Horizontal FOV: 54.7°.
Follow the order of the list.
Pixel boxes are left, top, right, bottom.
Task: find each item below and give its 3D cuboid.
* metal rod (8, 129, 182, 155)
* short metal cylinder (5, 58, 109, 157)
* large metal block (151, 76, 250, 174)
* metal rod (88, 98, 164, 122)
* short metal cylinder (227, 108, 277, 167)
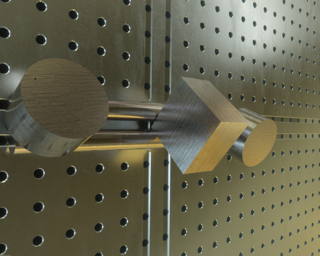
[{"bbox_3d":[-0.024,0.014,0.389,0.302,0.025,0.025,1,90,-40],"label":"metal rod"},{"bbox_3d":[-0.096,-0.018,0.293,0.080,0.050,0.080,20,56,-31],"label":"short metal cylinder"},{"bbox_3d":[0.044,-0.003,0.372,0.050,0.080,0.079,1,132,-40],"label":"large metal block"},{"bbox_3d":[0.034,-0.020,0.437,0.302,0.025,0.025,1,90,-40],"label":"metal rod"},{"bbox_3d":[0.139,0.014,0.492,0.081,0.050,0.079,-19,123,-31],"label":"short metal cylinder"}]
